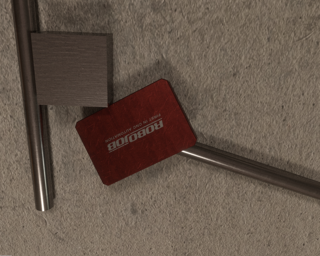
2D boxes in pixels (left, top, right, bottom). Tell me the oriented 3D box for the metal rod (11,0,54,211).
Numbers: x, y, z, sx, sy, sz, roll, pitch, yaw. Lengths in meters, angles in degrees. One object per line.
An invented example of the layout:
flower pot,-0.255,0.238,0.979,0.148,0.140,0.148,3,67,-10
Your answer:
metal rod,-0.161,-0.027,0.397,0.025,0.025,0.298,2,110,-1

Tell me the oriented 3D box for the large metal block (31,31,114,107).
large metal block,-0.100,-0.071,0.369,0.081,0.050,0.079,2,110,-1

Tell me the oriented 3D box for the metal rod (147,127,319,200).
metal rod,0.121,0.055,0.431,0.302,0.025,0.025,18,109,-7

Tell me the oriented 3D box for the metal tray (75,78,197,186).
metal tray,-0.029,0.006,0.394,0.130,0.030,0.090,-26,89,9
